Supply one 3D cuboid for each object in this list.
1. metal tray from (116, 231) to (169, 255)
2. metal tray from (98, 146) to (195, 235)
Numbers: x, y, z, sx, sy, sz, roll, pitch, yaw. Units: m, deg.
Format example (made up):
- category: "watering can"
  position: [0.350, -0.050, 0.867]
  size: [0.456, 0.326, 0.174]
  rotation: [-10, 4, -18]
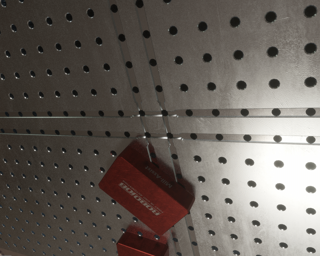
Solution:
- category: "metal tray"
  position: [-0.029, 0.262, 0.583]
  size: [0.090, 0.030, 0.129]
  rotation: [10, 123, 22]
- category: "metal tray"
  position: [-0.023, 0.099, 0.480]
  size: [0.130, 0.030, 0.089]
  rotation: [38, 129, 1]
